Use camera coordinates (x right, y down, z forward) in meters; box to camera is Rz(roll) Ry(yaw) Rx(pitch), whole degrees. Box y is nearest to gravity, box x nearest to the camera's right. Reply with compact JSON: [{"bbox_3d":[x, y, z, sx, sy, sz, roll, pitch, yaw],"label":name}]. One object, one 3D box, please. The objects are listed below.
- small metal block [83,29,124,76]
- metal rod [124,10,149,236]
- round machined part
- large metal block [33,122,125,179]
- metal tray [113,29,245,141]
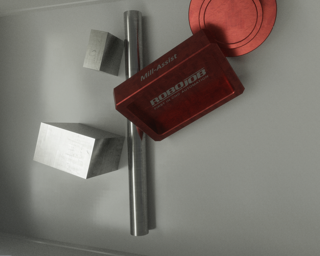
[{"bbox_3d":[-0.075,-0.101,0.422,0.025,0.050,0.050,15,95,19],"label":"small metal block"},{"bbox_3d":[-0.032,-0.007,0.420,0.025,0.025,0.298,-2,89,19],"label":"metal rod"},{"bbox_3d":[0.081,-0.128,0.352,0.098,0.042,0.097,7,119,12],"label":"round machined part"},{"bbox_3d":[-0.105,0.027,0.417,0.080,0.080,0.050,15,95,19],"label":"large metal block"},{"bbox_3d":[0.023,-0.044,0.366,0.130,0.090,0.030,-31,46,17],"label":"metal tray"}]
